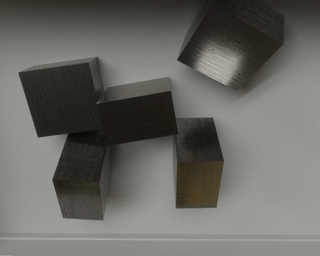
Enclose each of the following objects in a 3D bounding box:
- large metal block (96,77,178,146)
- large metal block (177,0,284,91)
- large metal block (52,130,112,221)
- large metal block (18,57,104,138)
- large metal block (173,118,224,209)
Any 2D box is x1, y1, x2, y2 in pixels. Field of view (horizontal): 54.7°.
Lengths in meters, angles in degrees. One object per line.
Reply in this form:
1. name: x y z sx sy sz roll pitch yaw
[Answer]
1. large metal block: -0.024 -0.023 0.373 0.080 0.080 0.050 -10 110 3
2. large metal block: 0.077 -0.099 0.343 0.080 0.050 0.080 25 143 -10
3. large metal block: -0.092 0.058 0.389 0.050 0.080 0.079 4 133 -2
4. large metal block: -0.113 -0.039 0.382 0.080 0.050 0.079 -8 110 2
5. large metal block: 0.044 0.043 0.388 0.050 0.080 0.079 -1 128 0
